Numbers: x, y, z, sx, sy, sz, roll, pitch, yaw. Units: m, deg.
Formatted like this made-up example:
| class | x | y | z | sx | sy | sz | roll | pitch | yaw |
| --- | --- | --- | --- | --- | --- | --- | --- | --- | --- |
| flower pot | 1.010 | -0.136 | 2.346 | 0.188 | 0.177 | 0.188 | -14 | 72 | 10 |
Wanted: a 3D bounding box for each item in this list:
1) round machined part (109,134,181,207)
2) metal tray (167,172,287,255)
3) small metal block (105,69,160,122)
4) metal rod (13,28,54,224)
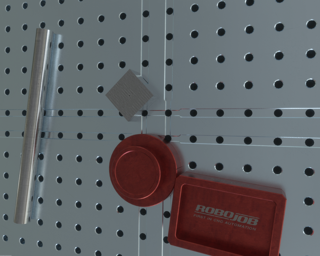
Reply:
| class | x | y | z | sx | sy | sz | roll | pitch | yaw |
| --- | --- | --- | --- | --- | --- | --- | --- | --- | --- |
| round machined part | -0.025 | 0.057 | 0.411 | 0.098 | 0.042 | 0.097 | 0 | 90 | 19 |
| metal tray | 0.080 | 0.111 | 0.381 | 0.130 | 0.030 | 0.089 | 8 | 93 | 19 |
| small metal block | -0.037 | -0.044 | 0.425 | 0.050 | 0.025 | 0.050 | -45 | 77 | 14 |
| metal rod | -0.196 | -0.001 | 0.479 | 0.025 | 0.025 | 0.298 | 9 | 93 | 19 |
